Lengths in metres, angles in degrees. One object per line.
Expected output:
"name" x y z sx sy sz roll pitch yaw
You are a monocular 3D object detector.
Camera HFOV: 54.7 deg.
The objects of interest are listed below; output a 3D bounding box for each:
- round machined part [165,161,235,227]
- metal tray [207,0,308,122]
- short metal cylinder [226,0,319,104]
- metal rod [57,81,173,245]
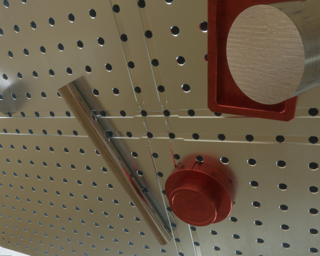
"round machined part" 0.051 0.098 0.434 0.098 0.042 0.097 13 124 21
"metal tray" 0.096 -0.075 0.311 0.090 0.030 0.129 9 123 23
"short metal cylinder" 0.103 -0.065 0.261 0.080 0.050 0.079 43 144 43
"metal rod" -0.064 0.064 0.483 0.025 0.025 0.299 -20 108 35
